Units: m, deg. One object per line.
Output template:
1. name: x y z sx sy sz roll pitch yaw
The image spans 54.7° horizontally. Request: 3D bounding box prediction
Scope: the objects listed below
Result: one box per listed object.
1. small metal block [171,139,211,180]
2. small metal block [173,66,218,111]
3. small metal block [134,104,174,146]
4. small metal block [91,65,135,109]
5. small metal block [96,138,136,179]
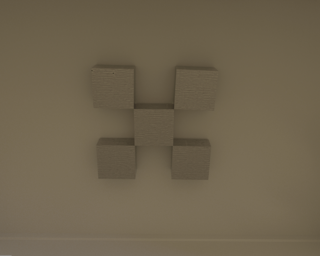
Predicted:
1. small metal block: 0.041 0.043 0.425 0.050 0.025 0.050 1 110 -1
2. small metal block: 0.044 -0.050 0.390 0.050 0.025 0.050 2 110 -1
3. small metal block: -0.008 -0.005 0.407 0.050 0.025 0.050 0 110 -1
4. small metal block: -0.057 -0.052 0.389 0.050 0.025 0.050 1 110 -1
5. small metal block: -0.058 0.042 0.424 0.050 0.025 0.050 1 110 -1
